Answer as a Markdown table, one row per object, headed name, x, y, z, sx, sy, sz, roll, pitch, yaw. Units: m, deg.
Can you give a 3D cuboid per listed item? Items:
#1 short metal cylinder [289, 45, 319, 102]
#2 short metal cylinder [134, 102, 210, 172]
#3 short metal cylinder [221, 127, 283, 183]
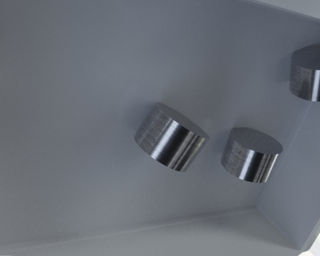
| name | x | y | z | sx | sy | sz | roll | pitch | yaw |
| --- | --- | --- | --- | --- | --- | --- | --- | --- | --- |
| short metal cylinder | 0.234 | -0.081 | 0.454 | 0.081 | 0.080 | 0.050 | -24 | 127 | -14 |
| short metal cylinder | 0.015 | 0.010 | 0.389 | 0.080 | 0.080 | 0.050 | 25 | 105 | -37 |
| short metal cylinder | 0.140 | 0.040 | 0.477 | 0.081 | 0.080 | 0.050 | -2 | 119 | -28 |
